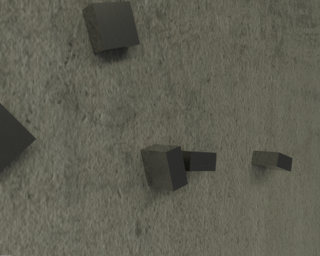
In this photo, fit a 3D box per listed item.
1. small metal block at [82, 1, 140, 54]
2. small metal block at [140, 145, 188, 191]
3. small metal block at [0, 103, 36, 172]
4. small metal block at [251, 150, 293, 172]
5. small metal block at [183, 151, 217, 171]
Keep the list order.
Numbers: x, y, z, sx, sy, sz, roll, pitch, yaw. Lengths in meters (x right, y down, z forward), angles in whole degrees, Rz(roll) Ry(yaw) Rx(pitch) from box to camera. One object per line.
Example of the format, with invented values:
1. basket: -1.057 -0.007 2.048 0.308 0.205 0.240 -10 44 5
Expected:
1. small metal block: -0.056 -0.117 0.359 0.050 0.025 0.050 -22 104 -38
2. small metal block: 0.005 0.049 0.395 0.025 0.050 0.050 -19 102 -39
3. small metal block: -0.152 0.009 0.278 0.050 0.025 0.050 -51 120 -28
4. small metal block: 0.204 0.060 0.563 0.050 0.050 0.025 20 78 -39
5. small metal block: 0.041 0.044 0.425 0.050 0.050 0.025 6 86 -40
